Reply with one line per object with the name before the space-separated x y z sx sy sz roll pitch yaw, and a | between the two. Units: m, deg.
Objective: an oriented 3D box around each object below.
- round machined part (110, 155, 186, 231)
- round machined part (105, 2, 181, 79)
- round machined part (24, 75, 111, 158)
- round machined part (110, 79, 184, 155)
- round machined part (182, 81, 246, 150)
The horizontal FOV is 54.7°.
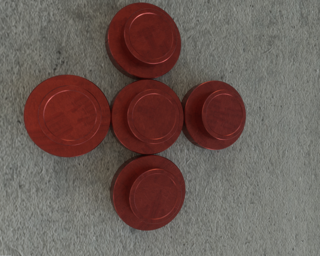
round machined part | -0.011 0.084 0.398 0.099 0.042 0.097 0 90 -21
round machined part | -0.017 -0.112 0.396 0.099 0.042 0.097 0 90 -21
round machined part | -0.106 -0.014 0.363 0.099 0.042 0.097 0 90 -21
round machined part | -0.013 -0.014 0.397 0.099 0.042 0.097 0 90 -21
round machined part | 0.079 -0.018 0.432 0.099 0.042 0.097 0 90 -21
